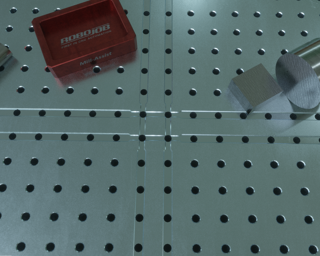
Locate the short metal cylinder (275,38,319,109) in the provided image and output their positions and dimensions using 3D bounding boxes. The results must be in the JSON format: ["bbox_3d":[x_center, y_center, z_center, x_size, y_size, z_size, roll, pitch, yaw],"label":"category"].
[{"bbox_3d":[0.202,-0.072,0.411,0.050,0.080,0.080,-28,73,-10],"label":"short metal cylinder"}]

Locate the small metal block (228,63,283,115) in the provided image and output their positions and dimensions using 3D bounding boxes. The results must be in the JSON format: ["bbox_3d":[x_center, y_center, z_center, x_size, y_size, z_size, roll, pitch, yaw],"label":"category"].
[{"bbox_3d":[0.133,-0.055,0.433,0.050,0.025,0.050,-29,73,-10],"label":"small metal block"}]

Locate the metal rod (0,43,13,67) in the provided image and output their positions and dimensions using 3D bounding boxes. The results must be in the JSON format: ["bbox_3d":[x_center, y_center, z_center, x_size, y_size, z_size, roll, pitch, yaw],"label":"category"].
[{"bbox_3d":[-0.310,0.000,0.407,0.025,0.025,0.300,33,73,11],"label":"metal rod"}]

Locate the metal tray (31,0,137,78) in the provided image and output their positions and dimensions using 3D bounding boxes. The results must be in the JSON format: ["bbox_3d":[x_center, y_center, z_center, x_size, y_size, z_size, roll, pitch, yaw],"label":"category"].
[{"bbox_3d":[-0.110,-0.138,0.458,0.131,0.030,0.090,-22,72,-8],"label":"metal tray"}]
